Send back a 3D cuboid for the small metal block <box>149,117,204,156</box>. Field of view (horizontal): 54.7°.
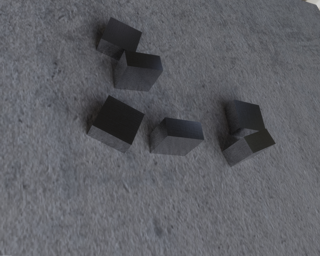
[{"bbox_3d":[0.020,0.013,0.392,0.050,0.050,0.025,7,59,-25],"label":"small metal block"}]

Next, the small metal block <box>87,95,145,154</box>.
[{"bbox_3d":[-0.053,-0.005,0.379,0.050,0.025,0.050,28,52,-11],"label":"small metal block"}]

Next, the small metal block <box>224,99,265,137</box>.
[{"bbox_3d":[0.133,-0.013,0.486,0.050,0.025,0.050,10,58,-24],"label":"small metal block"}]

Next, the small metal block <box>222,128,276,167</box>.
[{"bbox_3d":[0.126,0.028,0.440,0.050,0.050,0.025,-16,70,-35],"label":"small metal block"}]

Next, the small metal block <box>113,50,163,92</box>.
[{"bbox_3d":[-0.031,-0.075,0.418,0.050,0.050,0.025,2,61,-28],"label":"small metal block"}]

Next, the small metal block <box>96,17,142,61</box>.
[{"bbox_3d":[-0.058,-0.126,0.451,0.050,0.025,0.050,23,53,-15],"label":"small metal block"}]
